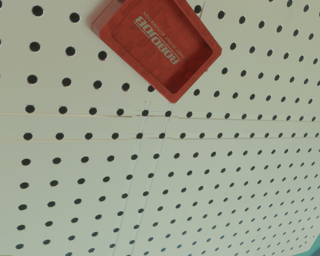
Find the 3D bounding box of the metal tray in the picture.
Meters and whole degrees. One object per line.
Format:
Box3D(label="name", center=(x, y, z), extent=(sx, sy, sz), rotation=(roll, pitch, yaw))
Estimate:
Box3D(label="metal tray", center=(0.002, -0.098, 0.349), extent=(0.090, 0.030, 0.130), rotation=(-47, 130, 5))
